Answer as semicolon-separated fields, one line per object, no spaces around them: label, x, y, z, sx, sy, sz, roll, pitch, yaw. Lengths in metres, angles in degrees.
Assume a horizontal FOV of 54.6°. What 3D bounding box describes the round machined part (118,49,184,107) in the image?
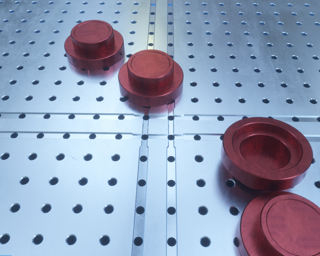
round machined part;-0.014;-0.081;0.465;0.099;0.042;0.098;0;50;0

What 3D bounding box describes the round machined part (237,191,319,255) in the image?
round machined part;0.130;0.106;0.309;0.099;0.042;0.098;0;50;0

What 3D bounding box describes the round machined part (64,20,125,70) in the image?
round machined part;-0.110;-0.144;0.517;0.099;0.042;0.098;0;50;0

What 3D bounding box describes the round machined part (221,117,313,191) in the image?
round machined part;0.121;0.034;0.363;0.099;0.042;0.098;-1;43;1
